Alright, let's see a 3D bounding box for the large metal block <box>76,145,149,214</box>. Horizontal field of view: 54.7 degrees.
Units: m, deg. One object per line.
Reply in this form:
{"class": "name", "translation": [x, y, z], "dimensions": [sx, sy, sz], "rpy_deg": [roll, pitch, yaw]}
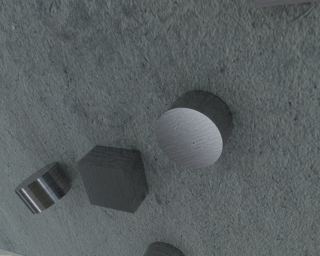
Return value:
{"class": "large metal block", "translation": [-0.070, 0.077, 0.475], "dimensions": [0.080, 0.050, 0.079], "rpy_deg": [4, 121, 26]}

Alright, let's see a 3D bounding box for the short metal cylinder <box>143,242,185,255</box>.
{"class": "short metal cylinder", "translation": [0.004, 0.247, 0.542], "dimensions": [0.080, 0.050, 0.079], "rpy_deg": [13, 124, 21]}

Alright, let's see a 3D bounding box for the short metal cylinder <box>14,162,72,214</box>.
{"class": "short metal cylinder", "translation": [-0.203, 0.104, 0.543], "dimensions": [0.080, 0.080, 0.050], "rpy_deg": [-22, 107, 36]}

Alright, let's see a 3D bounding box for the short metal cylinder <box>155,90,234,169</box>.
{"class": "short metal cylinder", "translation": [0.042, 0.001, 0.369], "dimensions": [0.080, 0.050, 0.079], "rpy_deg": [13, 124, 21]}

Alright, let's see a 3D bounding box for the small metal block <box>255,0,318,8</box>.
{"class": "small metal block", "translation": [0.110, -0.134, 0.266], "dimensions": [0.050, 0.025, 0.050], "rpy_deg": [4, 120, 26]}
